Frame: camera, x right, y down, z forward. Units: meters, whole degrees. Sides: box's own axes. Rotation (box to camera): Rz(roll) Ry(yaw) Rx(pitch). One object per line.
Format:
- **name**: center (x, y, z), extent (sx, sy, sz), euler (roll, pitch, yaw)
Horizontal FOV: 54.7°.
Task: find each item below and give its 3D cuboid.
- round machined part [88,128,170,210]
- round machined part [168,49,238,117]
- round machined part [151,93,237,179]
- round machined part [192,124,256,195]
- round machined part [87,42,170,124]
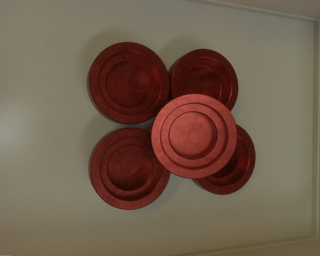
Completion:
- **round machined part**: center (-0.040, 0.048, 0.386), extent (0.099, 0.042, 0.097), euler (0, 90, -21)
- **round machined part**: center (0.053, -0.054, 0.420), extent (0.099, 0.042, 0.097), euler (0, 90, -21)
- **round machined part**: center (0.038, 0.008, 0.370), extent (0.099, 0.042, 0.097), euler (0, 95, -2)
- **round machined part**: center (0.079, 0.040, 0.431), extent (0.099, 0.042, 0.097), euler (0, 90, -21)
- **round machined part**: center (-0.041, -0.053, 0.385), extent (0.099, 0.042, 0.097), euler (0, 90, -21)
